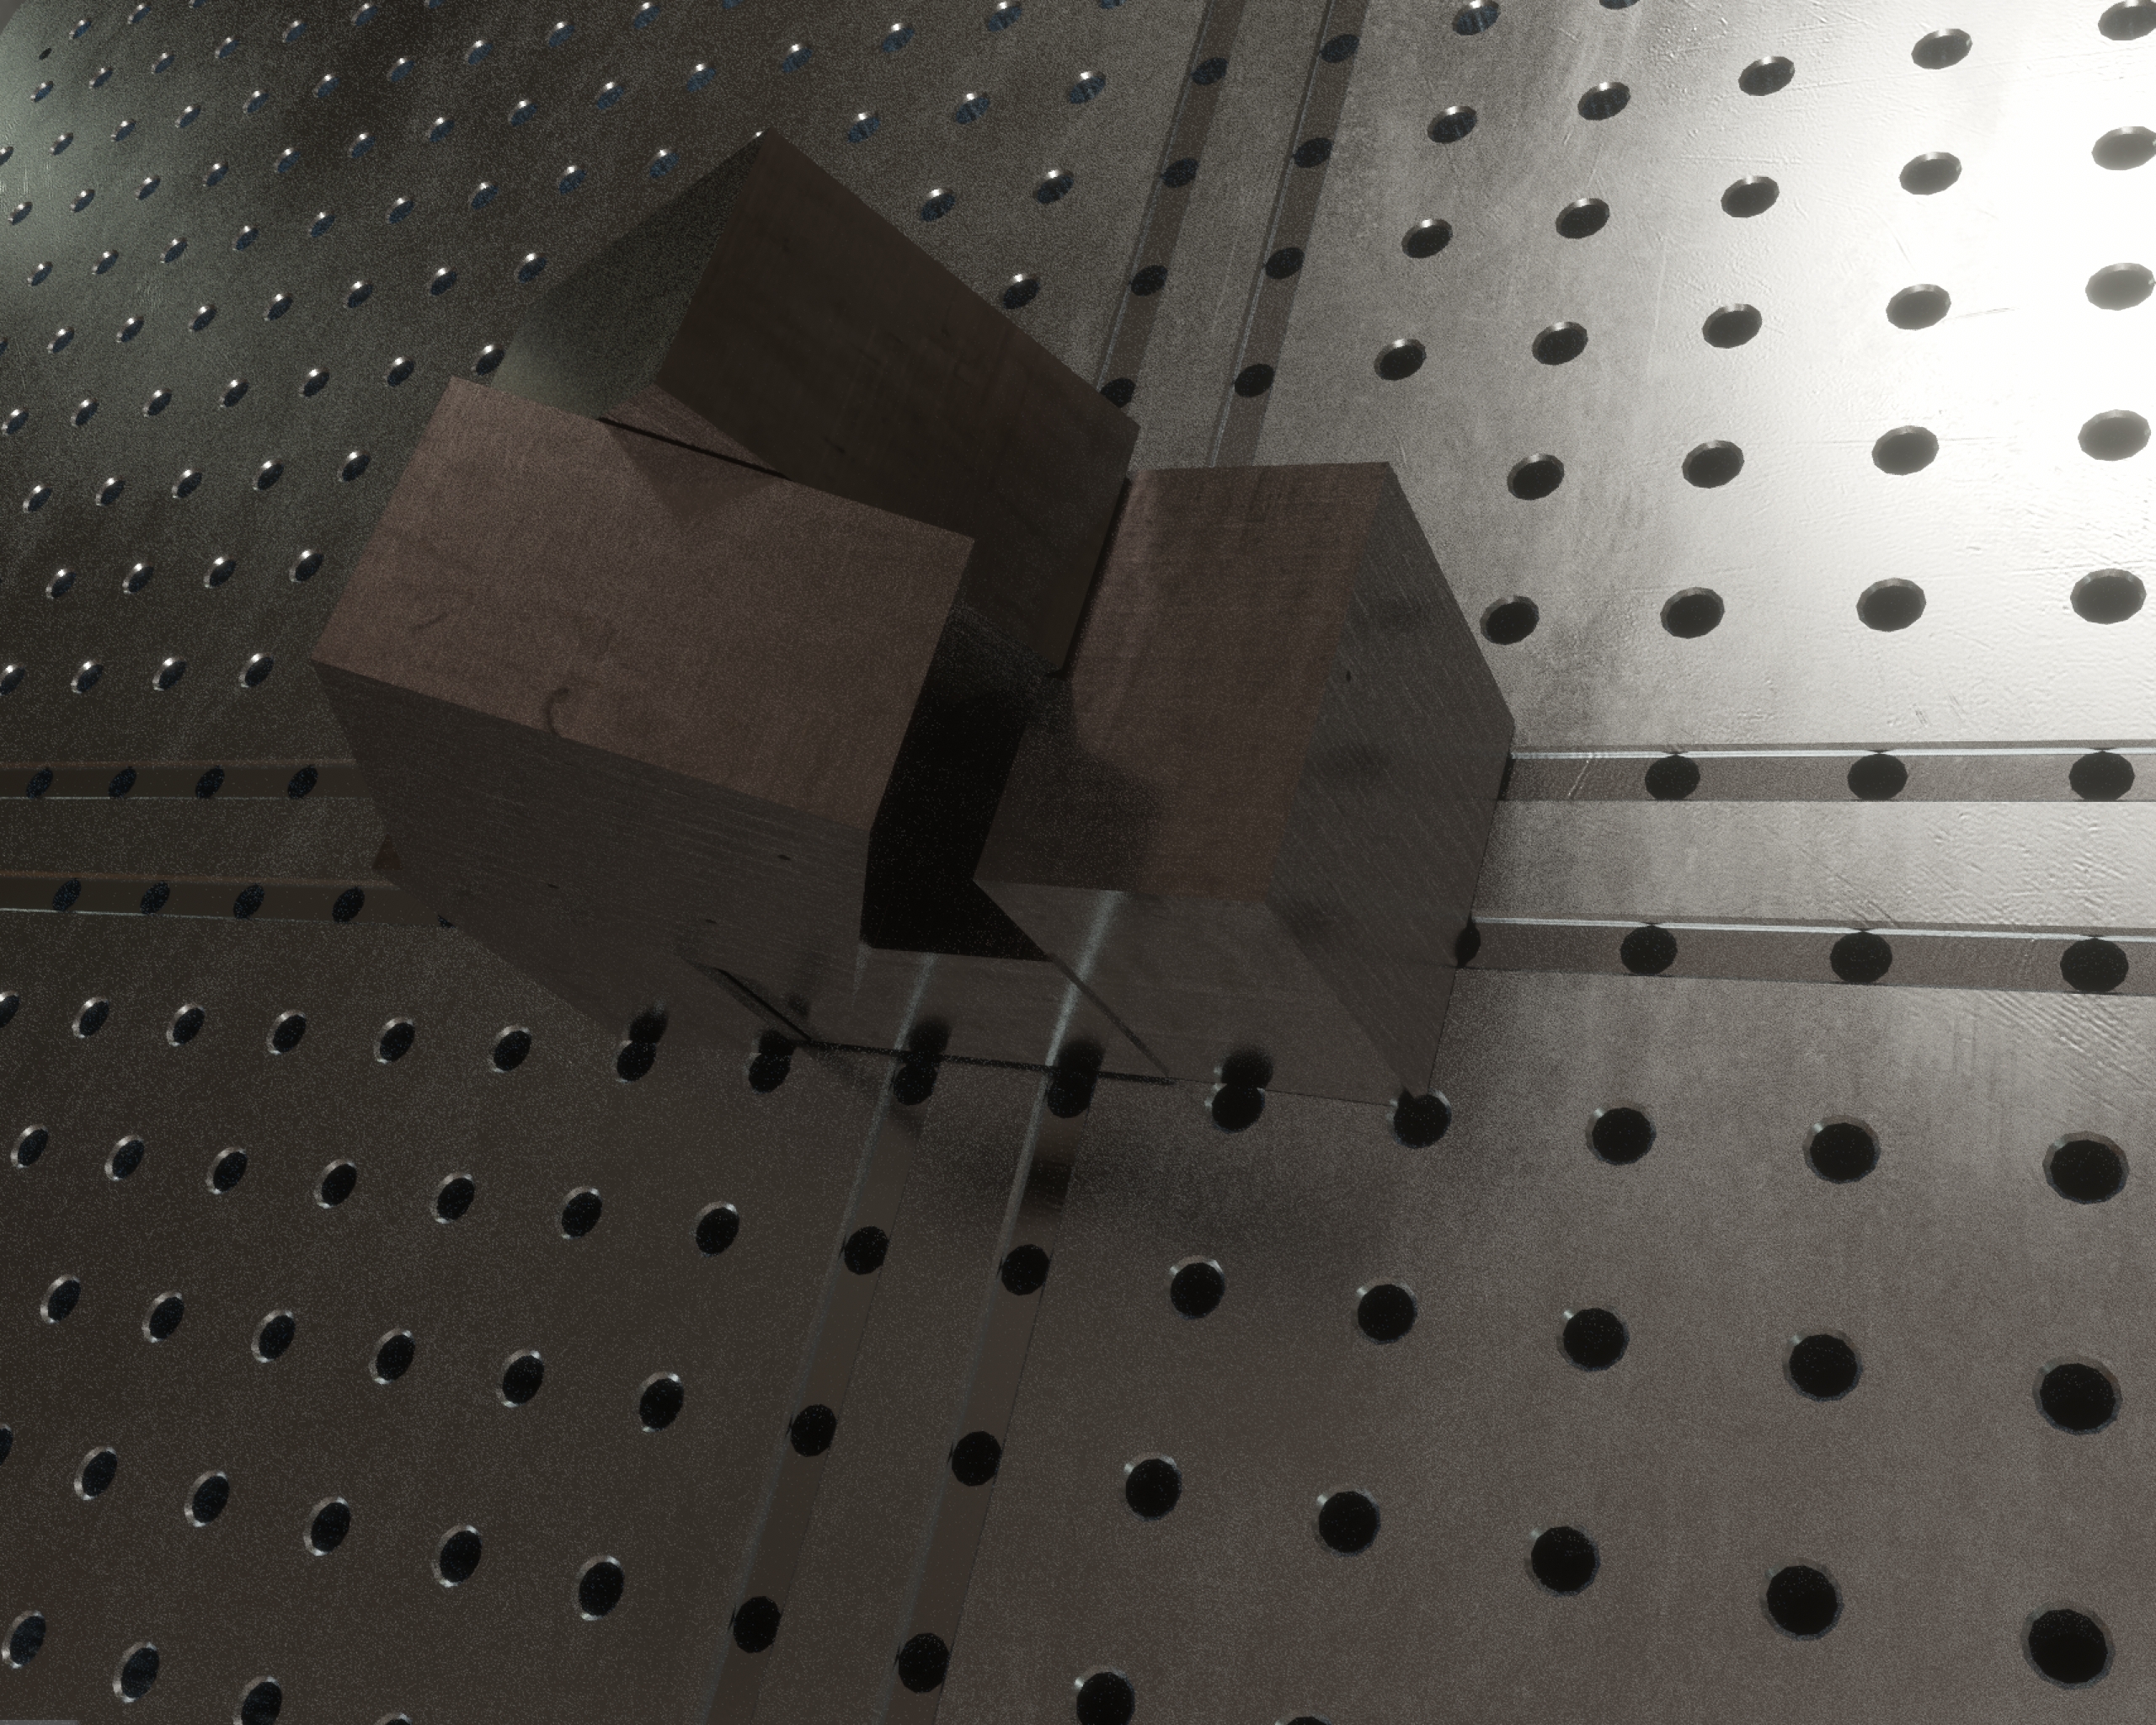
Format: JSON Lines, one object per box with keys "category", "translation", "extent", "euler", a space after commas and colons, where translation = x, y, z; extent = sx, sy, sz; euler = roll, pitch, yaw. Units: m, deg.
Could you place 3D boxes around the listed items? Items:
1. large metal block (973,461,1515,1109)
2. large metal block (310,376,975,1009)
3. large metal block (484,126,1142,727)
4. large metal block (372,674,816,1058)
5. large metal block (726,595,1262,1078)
{"category": "large metal block", "translation": [0.033, -0.012, 0.361], "extent": [0.050, 0.080, 0.080], "euler": [4, 64, 30]}
{"category": "large metal block", "translation": [-0.066, -0.023, 0.334], "extent": [0.080, 0.080, 0.050], "euler": [17, 67, -1]}
{"category": "large metal block", "translation": [-0.051, -0.066, 0.357], "extent": [0.080, 0.080, 0.050], "euler": [-12, 53, 48]}
{"category": "large metal block", "translation": [-0.083, -0.014, 0.424], "extent": [0.050, 0.080, 0.080], "euler": [2, 63, 29]}
{"category": "large metal block", "translation": [-0.018, -0.008, 0.403], "extent": [0.080, 0.050, 0.080], "euler": [3, 63, 29]}
